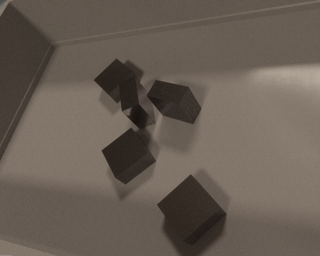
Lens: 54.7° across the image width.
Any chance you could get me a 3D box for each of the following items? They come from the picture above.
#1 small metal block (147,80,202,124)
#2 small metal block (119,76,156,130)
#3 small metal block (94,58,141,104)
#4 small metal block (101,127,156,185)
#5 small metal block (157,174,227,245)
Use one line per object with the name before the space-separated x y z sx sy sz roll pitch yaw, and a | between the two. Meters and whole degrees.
small metal block | 0.019 -0.033 0.399 0.050 0.050 0.025 18 71 34
small metal block | -0.031 -0.034 0.425 0.025 0.050 0.050 -22 54 15
small metal block | -0.068 -0.074 0.485 0.050 0.025 0.050 -45 51 -3
small metal block | -0.041 0.036 0.404 0.050 0.025 0.050 -38 51 2
small metal block | 0.034 0.087 0.334 0.050 0.025 0.050 -42 51 -1
